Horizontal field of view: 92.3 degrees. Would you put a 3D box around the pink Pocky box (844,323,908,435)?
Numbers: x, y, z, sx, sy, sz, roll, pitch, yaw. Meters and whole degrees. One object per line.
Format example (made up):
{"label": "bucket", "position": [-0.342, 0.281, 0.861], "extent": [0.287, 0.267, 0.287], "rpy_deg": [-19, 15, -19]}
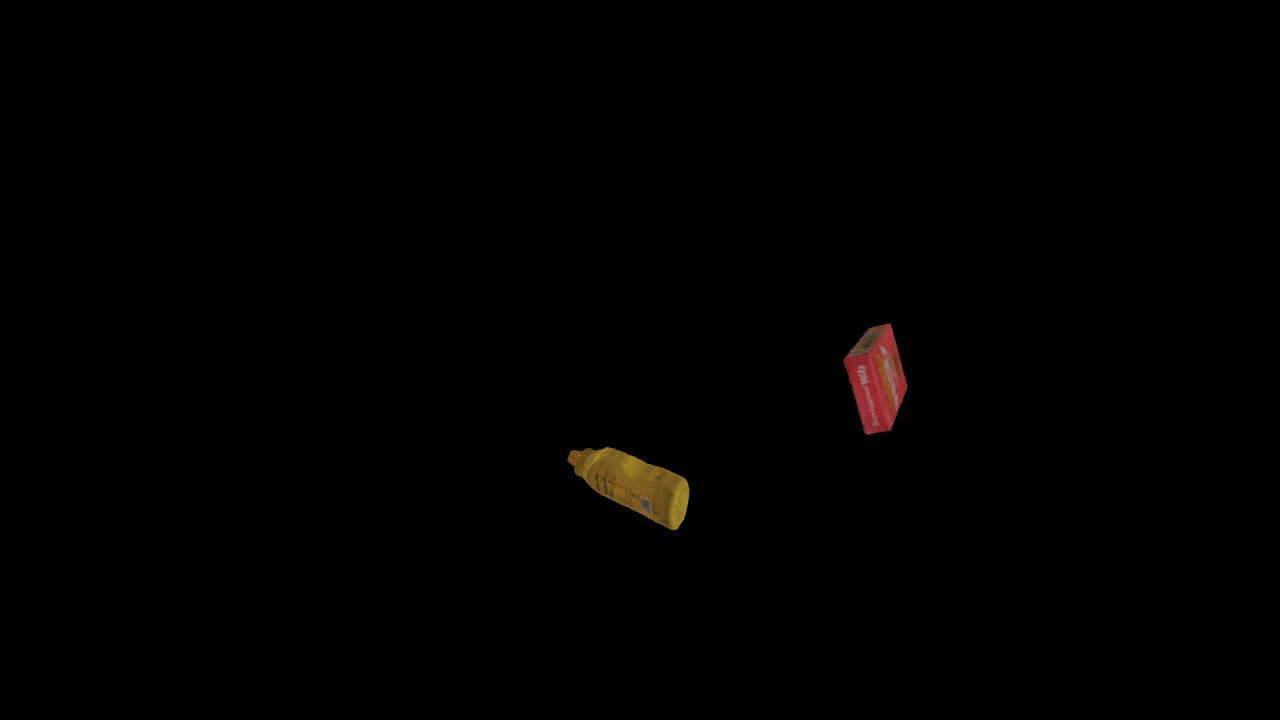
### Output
{"label": "pink Pocky box", "position": [0.263, 0.016, 0.679], "extent": [0.029, 0.084, 0.155], "rpy_deg": [-14, 7, 32]}

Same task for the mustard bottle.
{"label": "mustard bottle", "position": [-0.024, 0.167, 0.856], "extent": [0.184, 0.092, 0.054], "rpy_deg": [19, 50, 24]}
